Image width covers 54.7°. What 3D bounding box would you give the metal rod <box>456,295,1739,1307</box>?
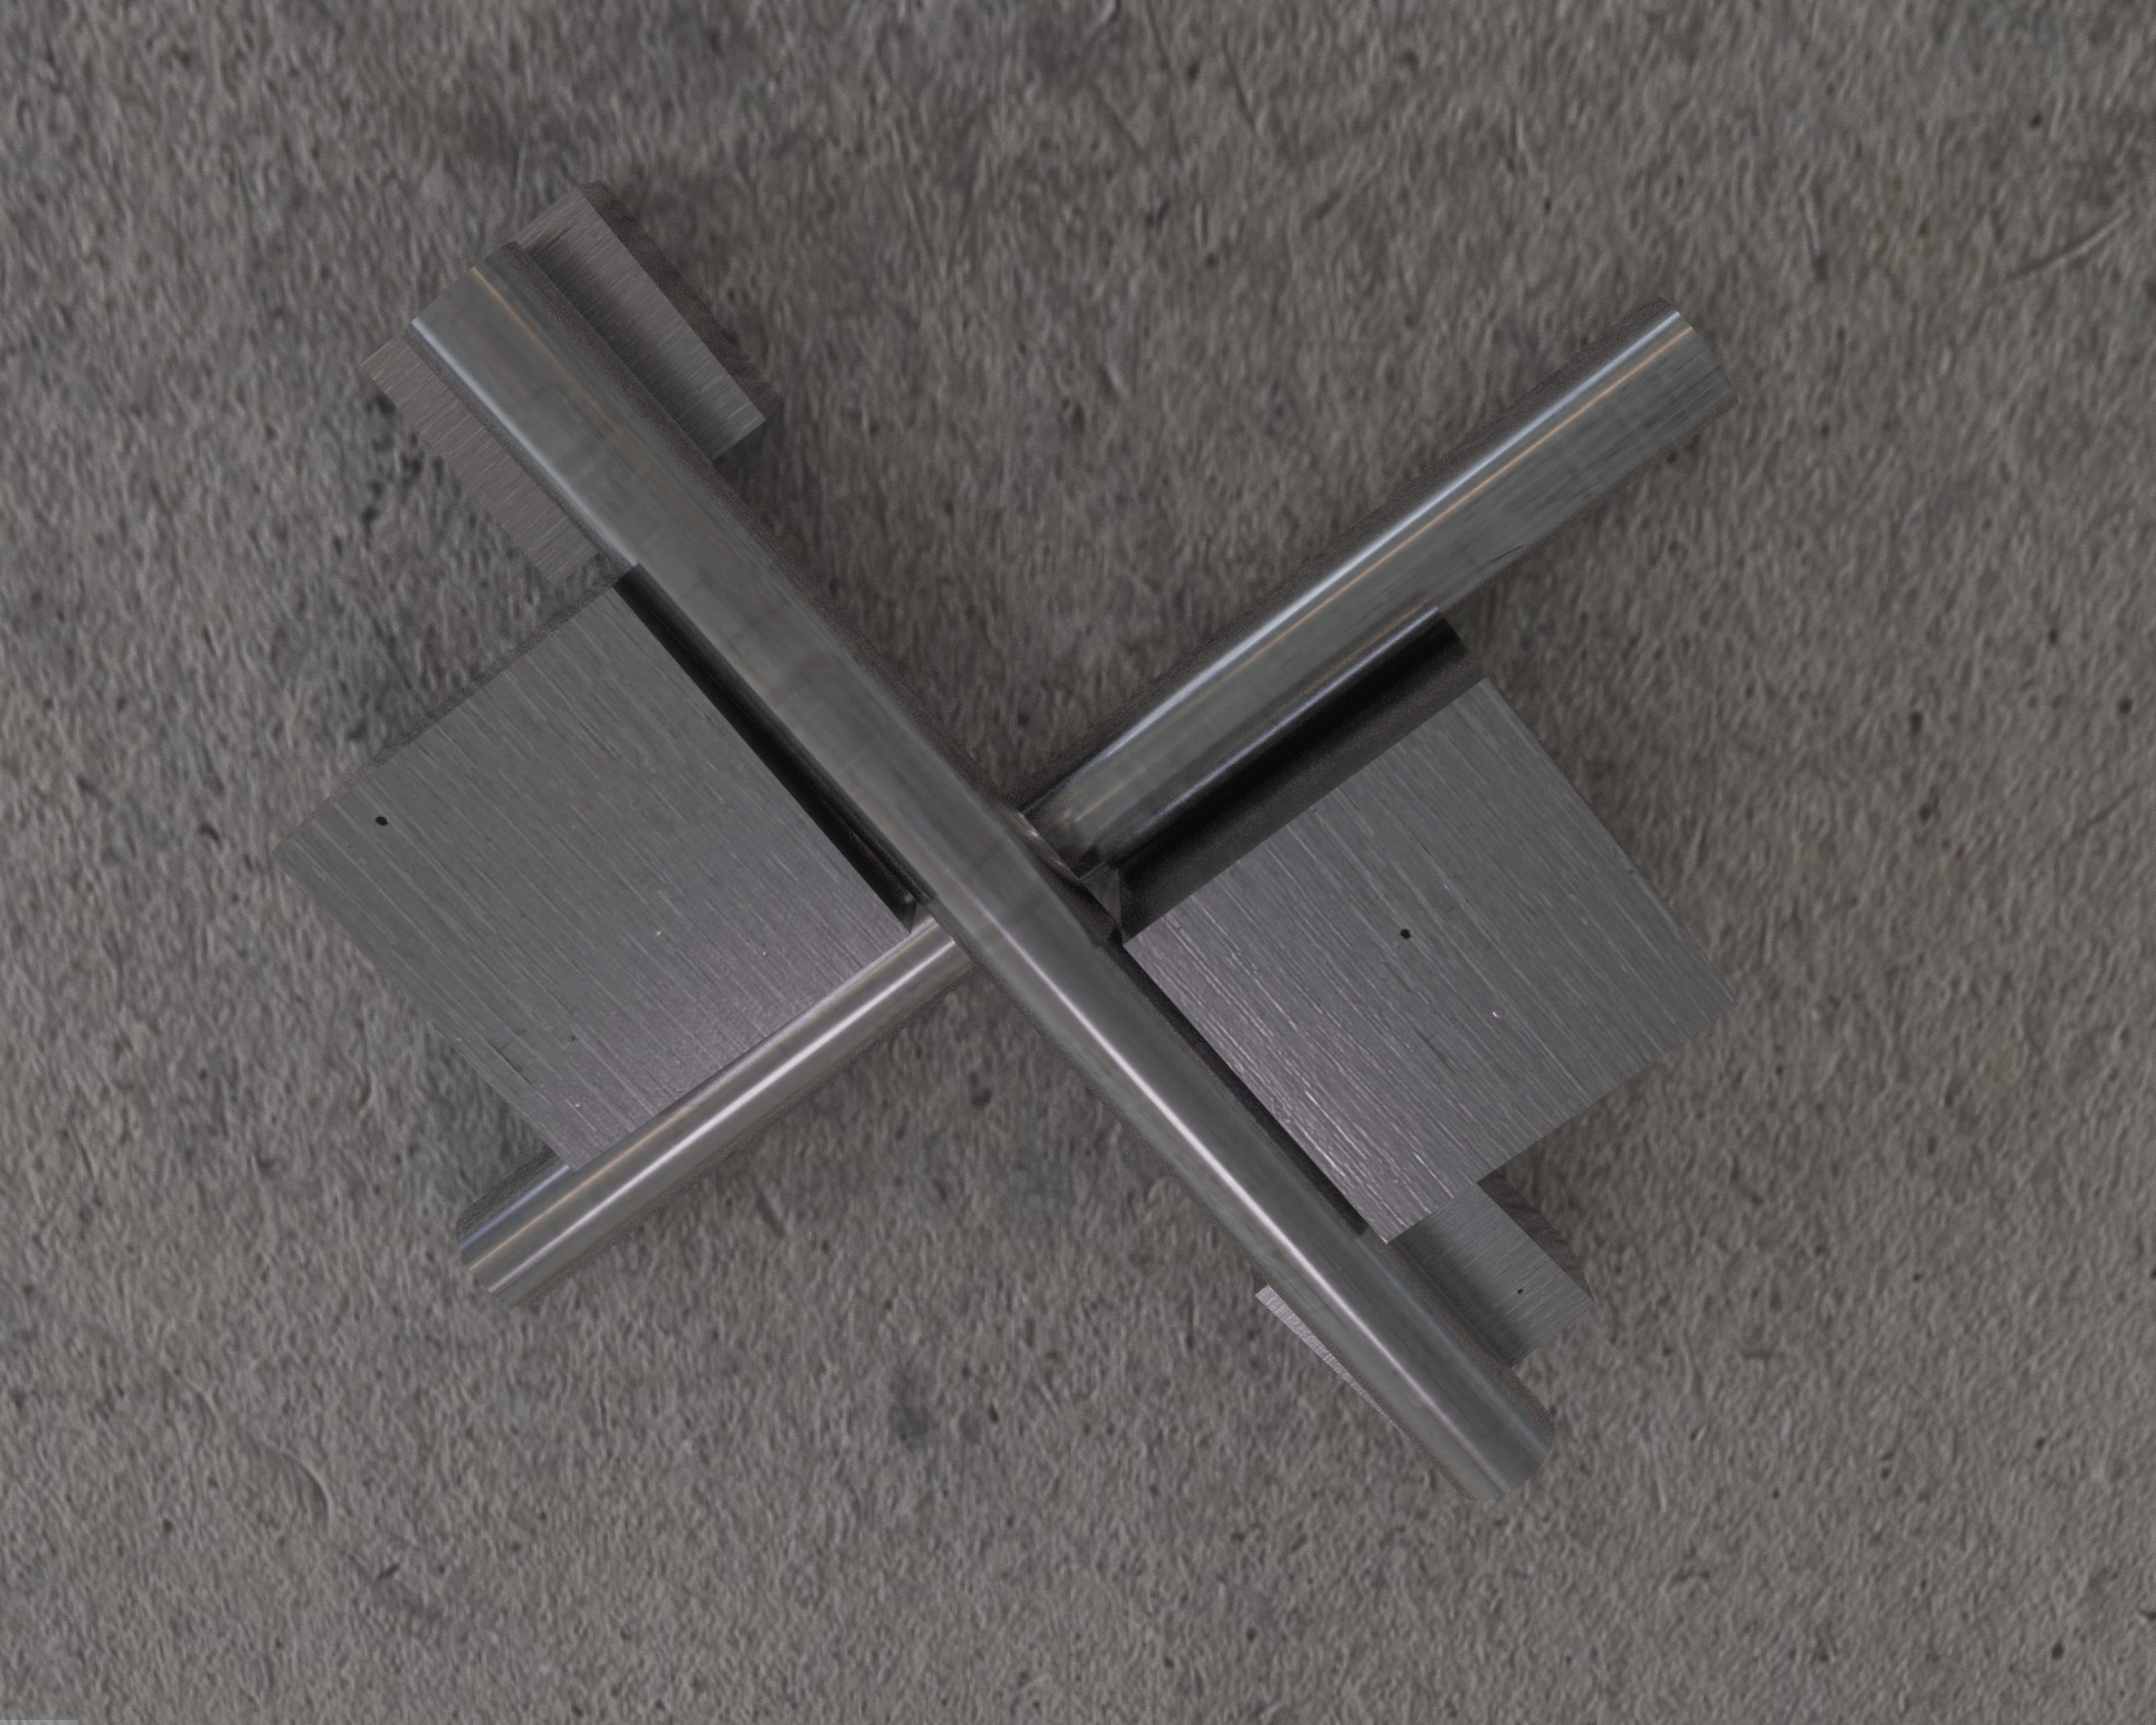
[{"bbox_3d":[-0.005,-0.005,0.410,0.300,0.025,0.025,-37,106,12],"label":"metal rod"}]

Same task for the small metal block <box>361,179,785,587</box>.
[{"bbox_3d":[-0.090,-0.087,0.379,0.050,0.025,0.050,-36,107,12],"label":"small metal block"}]

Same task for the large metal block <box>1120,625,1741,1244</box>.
[{"bbox_3d":[0.065,0.012,0.402,0.080,0.050,0.080,-37,106,12],"label":"large metal block"}]

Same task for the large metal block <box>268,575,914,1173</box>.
[{"bbox_3d":[-0.086,-0.003,0.394,0.080,0.050,0.080,-35,107,12],"label":"large metal block"}]

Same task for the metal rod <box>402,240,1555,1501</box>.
[{"bbox_3d":[-0.008,0.013,0.388,0.025,0.025,0.300,-38,106,12],"label":"metal rod"}]

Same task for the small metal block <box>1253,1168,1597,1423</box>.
[{"bbox_3d":[0.072,0.086,0.444,0.050,0.025,0.050,-41,105,13],"label":"small metal block"}]
